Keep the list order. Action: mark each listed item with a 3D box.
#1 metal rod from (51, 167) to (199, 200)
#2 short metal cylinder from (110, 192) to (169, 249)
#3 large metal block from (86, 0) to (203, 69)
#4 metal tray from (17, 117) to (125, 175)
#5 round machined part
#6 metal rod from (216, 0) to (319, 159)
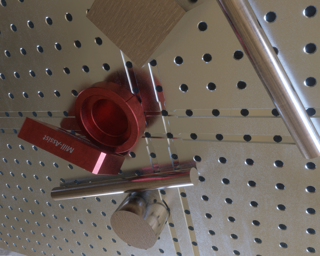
[{"bbox_3d":[-0.075,0.096,0.507,0.300,0.025,0.025,-13,112,33],"label":"metal rod"},{"bbox_3d":[-0.032,0.148,0.502,0.080,0.050,0.079,13,124,20],"label":"short metal cylinder"},{"bbox_3d":[-0.017,-0.124,0.326,0.080,0.050,0.080,44,129,-3],"label":"large metal block"},{"bbox_3d":[-0.125,0.028,0.452,0.130,0.090,0.030,23,86,14],"label":"metal tray"},{"bbox_3d":[-0.063,-0.018,0.420,0.098,0.042,0.097,13,124,20],"label":"round machined part"},{"bbox_3d":[0.087,-0.095,0.305,0.025,0.025,0.299,-24,106,36],"label":"metal rod"}]
